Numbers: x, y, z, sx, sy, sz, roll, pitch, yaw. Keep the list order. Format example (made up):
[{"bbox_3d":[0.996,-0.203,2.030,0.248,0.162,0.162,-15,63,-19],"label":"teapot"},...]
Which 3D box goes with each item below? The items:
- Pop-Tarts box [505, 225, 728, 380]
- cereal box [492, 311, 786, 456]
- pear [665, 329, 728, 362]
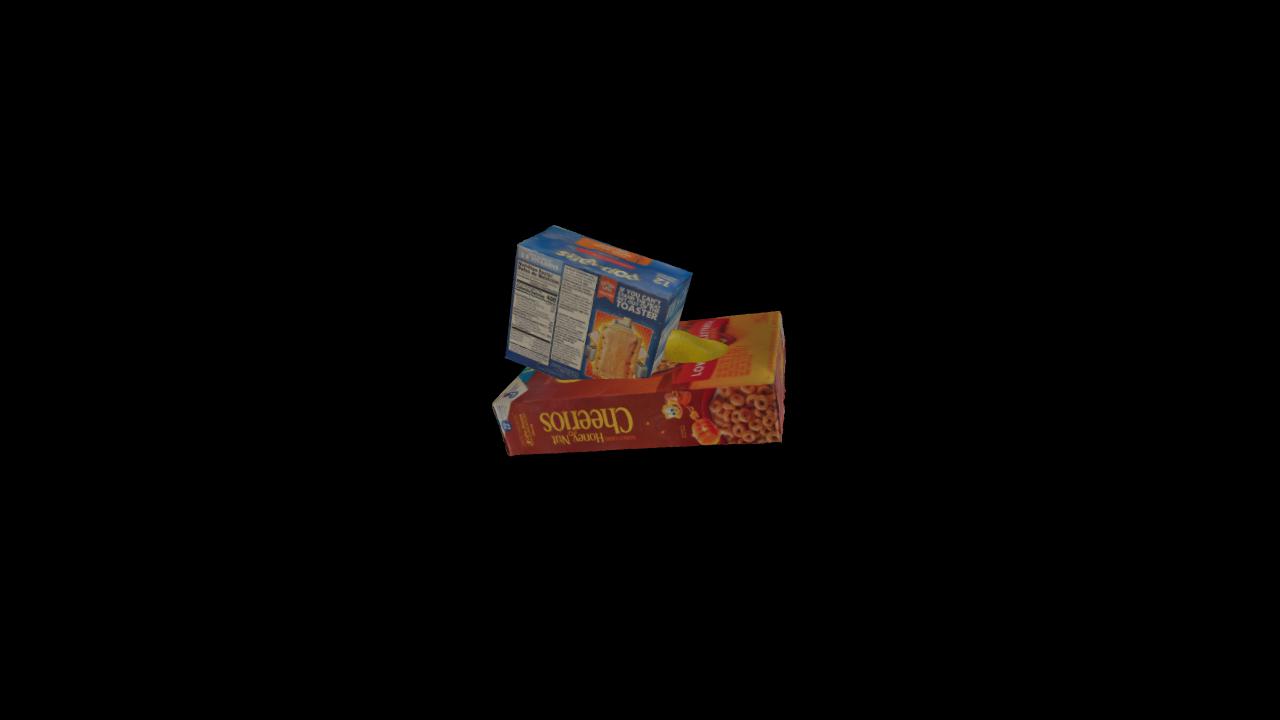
[{"bbox_3d":[-0.047,-0.047,0.663,0.167,0.141,0.083,20,33,11],"label":"Pop-Tarts box"},{"bbox_3d":[0.011,0.023,0.713,0.306,0.081,0.203,-4,23,17],"label":"cereal box"},{"bbox_3d":[0.052,0.000,0.664,0.111,0.080,0.080,37,-7,-9],"label":"pear"}]
